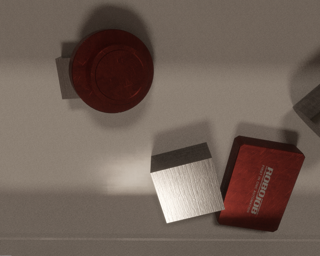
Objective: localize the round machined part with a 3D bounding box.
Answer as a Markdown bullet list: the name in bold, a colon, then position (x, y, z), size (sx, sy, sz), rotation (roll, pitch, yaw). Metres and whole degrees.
- **round machined part**: position (-0.052, -0.064, 0.359), size (0.099, 0.042, 0.097), rotation (-9, 111, -23)

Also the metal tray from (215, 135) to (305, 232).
- **metal tray**: position (0.137, 0.081, 0.441), size (0.091, 0.030, 0.129), rotation (10, 110, -4)

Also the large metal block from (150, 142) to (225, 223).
- **large metal block**: position (0.037, 0.074, 0.426), size (0.080, 0.050, 0.080), rotation (-15, 110, 5)

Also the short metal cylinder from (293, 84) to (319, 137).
- **short metal cylinder**: position (0.212, -0.014, 0.380), size (0.080, 0.080, 0.050), rotation (43, 104, -14)

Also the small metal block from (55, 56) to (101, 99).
- **small metal block**: position (-0.097, -0.064, 0.386), size (0.050, 0.025, 0.050), rotation (-3, 110, 1)
